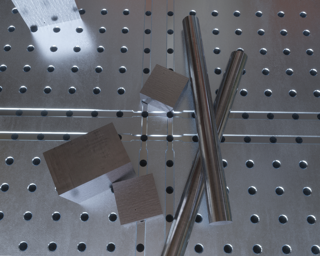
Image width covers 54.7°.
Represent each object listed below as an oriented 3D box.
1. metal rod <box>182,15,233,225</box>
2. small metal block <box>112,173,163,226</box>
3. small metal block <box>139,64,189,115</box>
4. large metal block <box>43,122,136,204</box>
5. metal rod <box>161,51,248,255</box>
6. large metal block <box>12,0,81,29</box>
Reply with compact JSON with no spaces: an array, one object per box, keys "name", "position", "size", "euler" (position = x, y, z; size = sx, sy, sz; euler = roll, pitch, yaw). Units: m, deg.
[{"name":"metal rod","position":[0.056,-0.030,0.402],"size":[0.025,0.025,0.299],"euler":[-3,62,-1]},{"name":"small metal block","position":[-0.027,0.088,0.379],"size":[0.050,0.025,0.050],"euler":[-14,71,-5]},{"name":"small metal block","position":[0.006,-0.054,0.431],"size":[0.050,0.025,0.050],"euler":[26,72,9]},{"name":"large metal block","position":[-0.078,0.044,0.366],"size":[0.080,0.080,0.050],"euler":[-25,72,-9]},{"name":"metal rod","position":[0.062,0.027,0.401],"size":[0.025,0.025,0.300],"euler":[20,71,7]},{"name":"large metal block","position":[-0.169,-0.199,0.454],"size":[0.081,0.080,0.050],"euler":[-14,71,-5]}]
